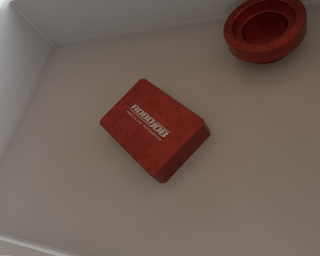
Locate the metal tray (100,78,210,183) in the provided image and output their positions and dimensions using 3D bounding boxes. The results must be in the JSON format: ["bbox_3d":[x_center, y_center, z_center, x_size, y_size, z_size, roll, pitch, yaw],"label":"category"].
[{"bbox_3d":[-0.011,-0.001,0.408,0.090,0.030,0.130,-47,52,-5],"label":"metal tray"}]

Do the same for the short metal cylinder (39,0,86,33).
[{"bbox_3d":[-0.193,-0.238,0.617,0.080,0.080,0.050,-10,58,22],"label":"short metal cylinder"}]

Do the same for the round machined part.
[{"bbox_3d":[0.135,-0.122,0.398,0.098,0.042,0.098,-13,56,20],"label":"round machined part"}]

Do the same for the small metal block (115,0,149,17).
[{"bbox_3d":[-0.056,-0.243,0.568,0.050,0.050,0.025,-42,51,-1],"label":"small metal block"}]
